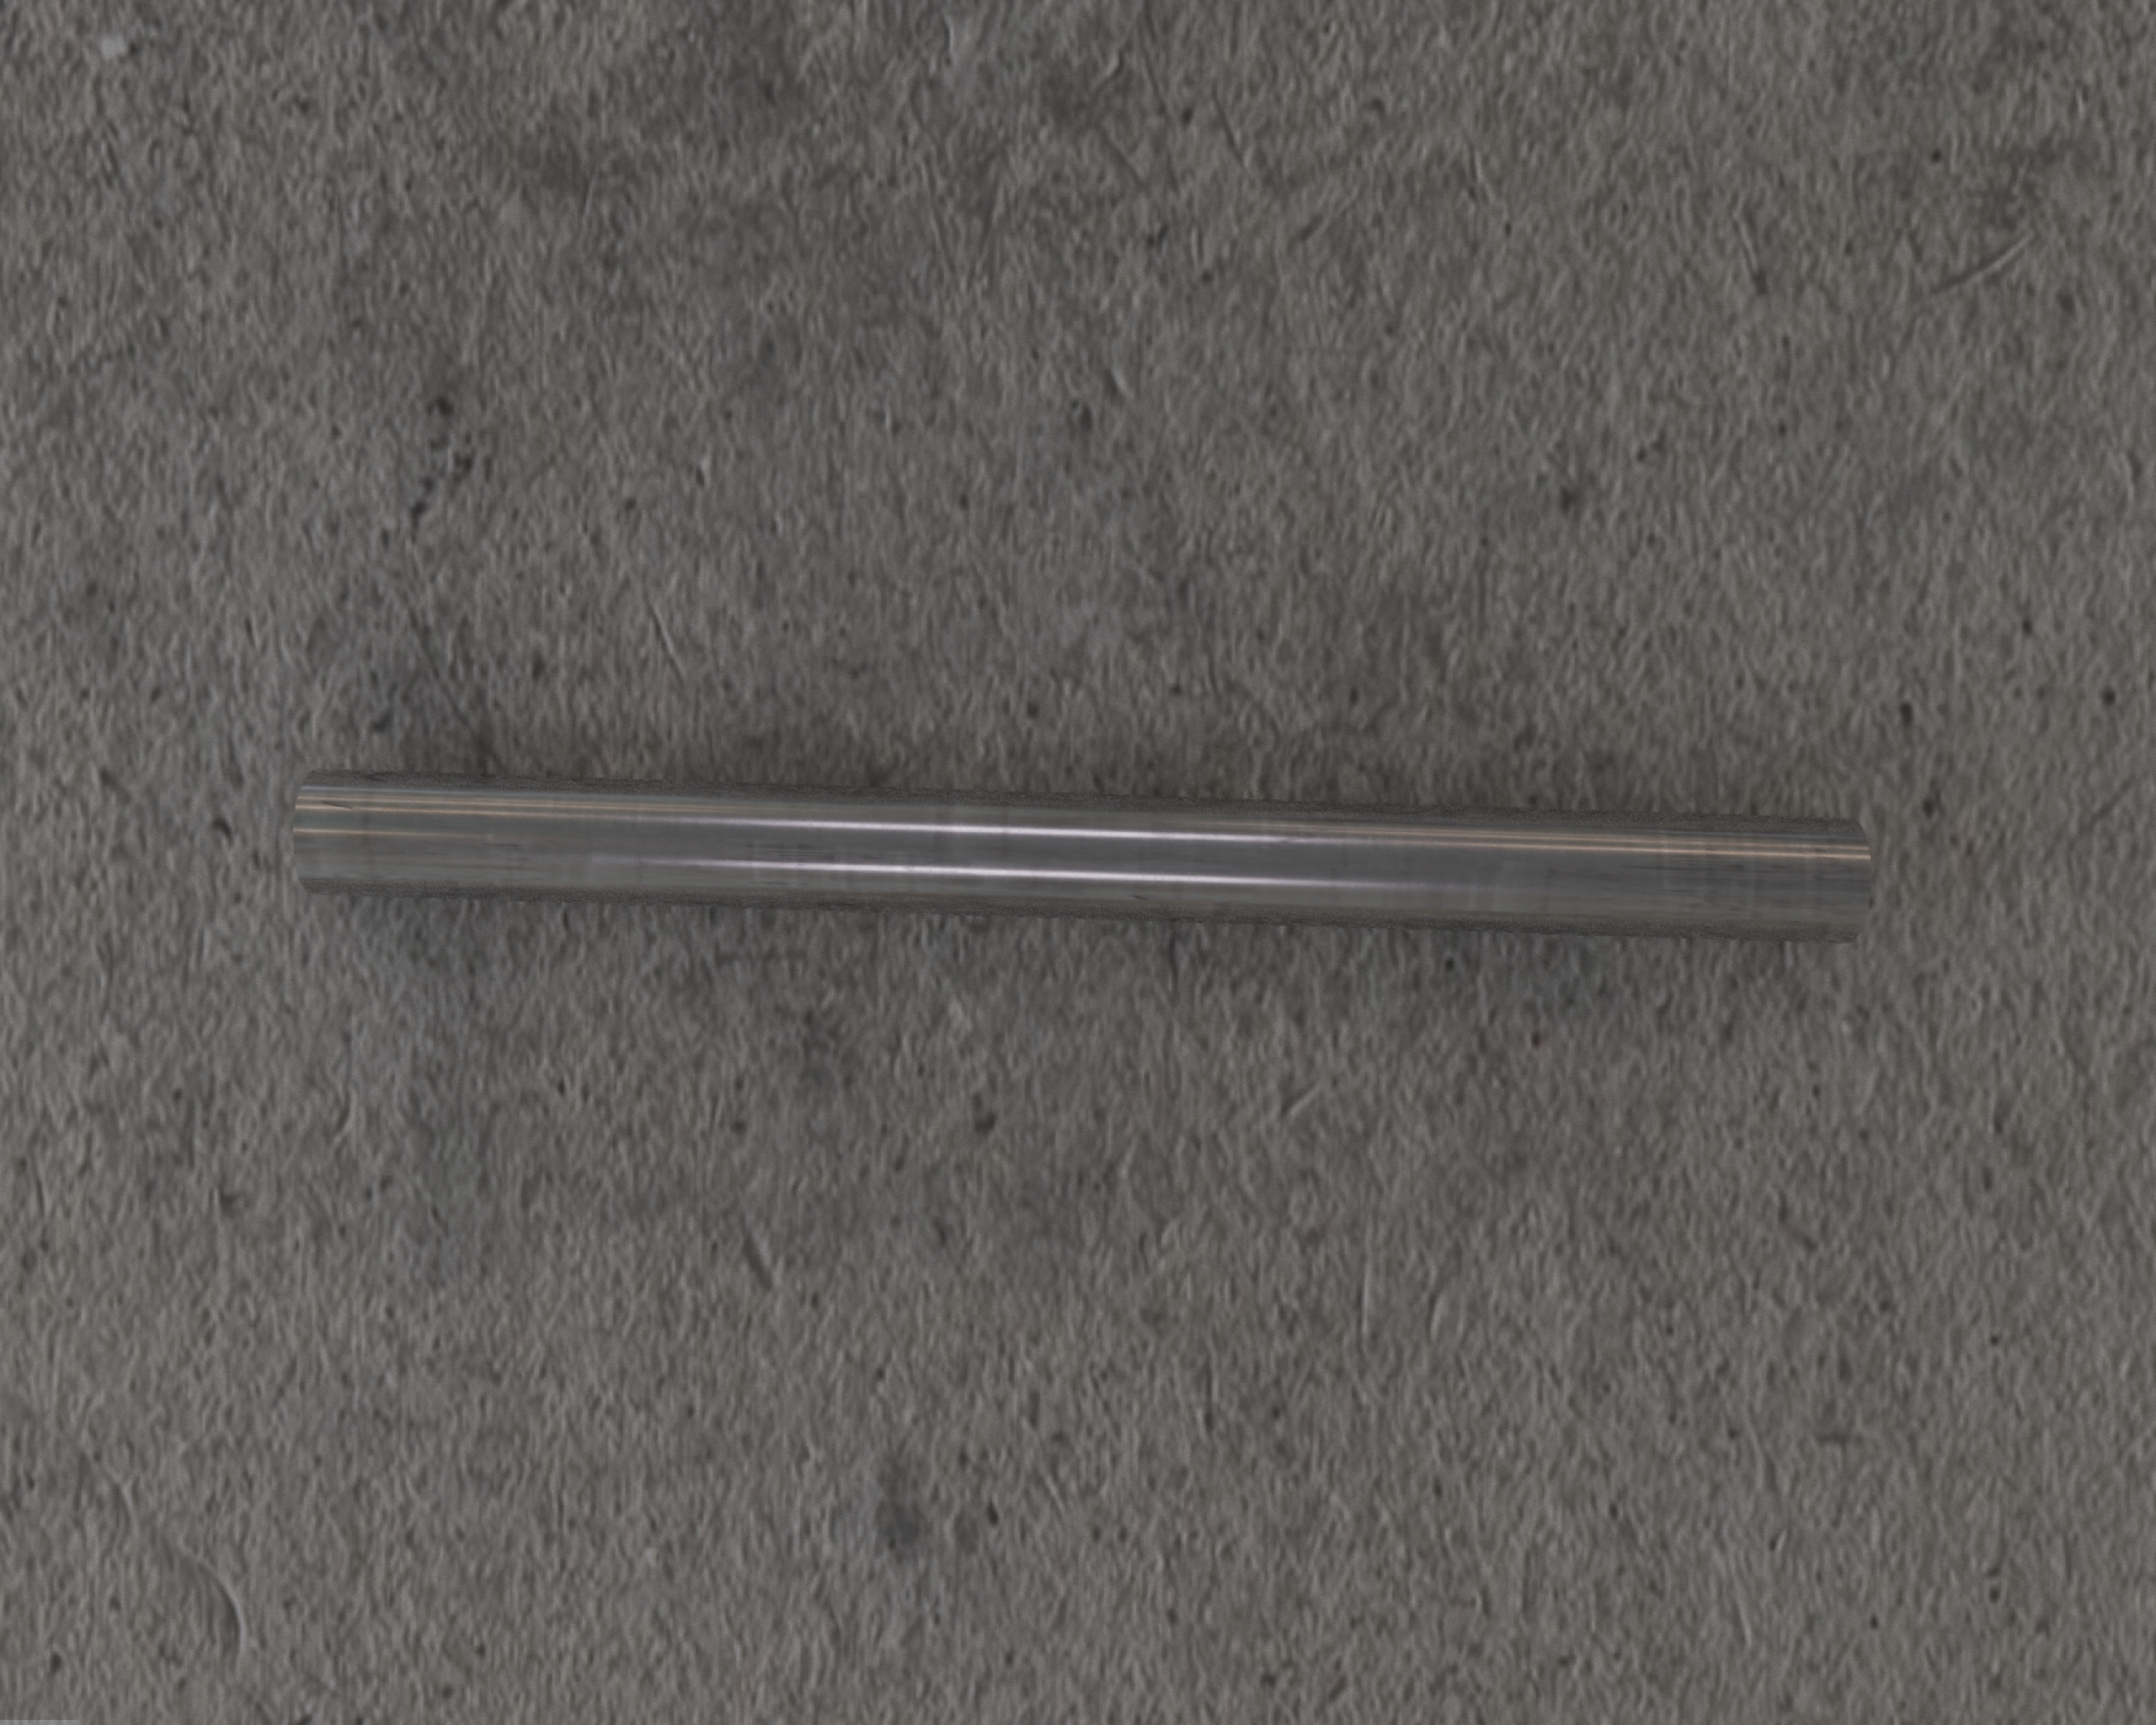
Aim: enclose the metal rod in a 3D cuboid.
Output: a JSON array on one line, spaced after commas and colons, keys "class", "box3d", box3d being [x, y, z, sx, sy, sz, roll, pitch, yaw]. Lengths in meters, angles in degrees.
[{"class": "metal rod", "box3d": [0.001, -0.001, 0.411, 0.302, 0.025, 0.025, 2, 90, 0]}]
